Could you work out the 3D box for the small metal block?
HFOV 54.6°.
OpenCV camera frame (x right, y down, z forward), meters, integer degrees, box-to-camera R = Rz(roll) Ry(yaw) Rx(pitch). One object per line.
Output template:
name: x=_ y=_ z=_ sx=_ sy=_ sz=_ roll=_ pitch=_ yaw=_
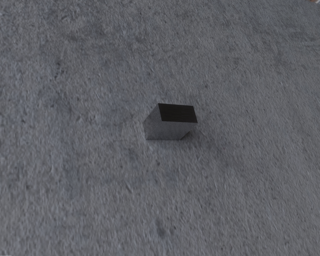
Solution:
small metal block: x=0.012 y=-0.006 z=0.398 sx=0.050 sy=0.050 sz=0.025 roll=2 pitch=61 yaw=-27
